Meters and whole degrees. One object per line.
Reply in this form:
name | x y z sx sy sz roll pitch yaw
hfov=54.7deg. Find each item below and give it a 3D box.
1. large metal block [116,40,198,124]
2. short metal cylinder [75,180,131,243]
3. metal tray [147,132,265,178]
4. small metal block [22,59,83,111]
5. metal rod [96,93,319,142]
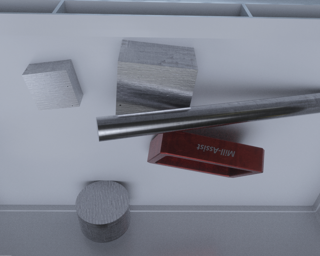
large metal block | -0.006 -0.048 0.352 0.081 0.050 0.079 5 130 -5
short metal cylinder | -0.087 0.129 0.481 0.081 0.080 0.050 1 130 -2
metal tray | 0.056 0.037 0.407 0.131 0.030 0.090 12 164 -11
small metal block | -0.124 -0.050 0.365 0.050 0.025 0.050 -6 130 4
metal rod | 0.083 -0.017 0.347 0.302 0.025 0.025 -7 132 -14
